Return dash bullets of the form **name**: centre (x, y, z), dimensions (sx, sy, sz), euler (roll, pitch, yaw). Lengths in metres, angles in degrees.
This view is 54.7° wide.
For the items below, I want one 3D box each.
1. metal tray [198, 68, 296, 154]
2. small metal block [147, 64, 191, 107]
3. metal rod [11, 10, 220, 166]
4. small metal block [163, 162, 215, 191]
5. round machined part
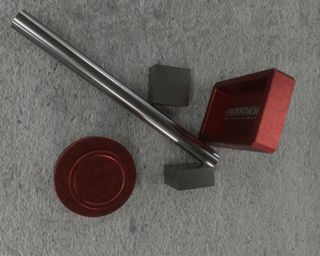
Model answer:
- **metal tray**: centre (0.102, -0.019, 0.392), dimensions (0.030, 0.130, 0.090), euler (20, 83, -19)
- **small metal block**: centre (0.012, -0.055, 0.414), dimensions (0.050, 0.025, 0.050), euler (4, 89, -21)
- **metal rod**: centre (-0.043, -0.039, 0.391), dimensions (0.301, 0.025, 0.025), euler (36, 78, -16)
- **small metal block**: centre (0.037, 0.063, 0.411), dimensions (0.050, 0.050, 0.025), euler (-3, 92, -20)
- **round machined part**: centre (-0.076, 0.059, 0.373), dimensions (0.099, 0.042, 0.097), euler (0, 90, -21)
